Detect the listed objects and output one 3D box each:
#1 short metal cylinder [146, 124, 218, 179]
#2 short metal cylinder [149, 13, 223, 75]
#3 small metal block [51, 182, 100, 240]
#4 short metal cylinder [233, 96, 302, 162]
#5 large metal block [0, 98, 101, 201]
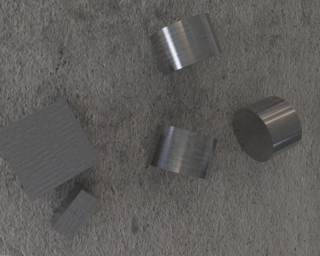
[{"bbox_3d":[0.027,0.030,0.390,0.081,0.080,0.050,16,85,-20],"label":"short metal cylinder"},{"bbox_3d":[0.033,-0.104,0.392,0.081,0.080,0.050,-24,98,-18],"label":"short metal cylinder"},{"bbox_3d":[-0.099,0.094,0.359,0.025,0.050,0.050,40,77,-16],"label":"small metal block"},{"bbox_3d":[0.148,0.001,0.434,0.050,0.080,0.080,-23,98,-19],"label":"short metal cylinder"},{"bbox_3d":[-0.126,0.021,0.349,0.080,0.050,0.080,-31,100,-17],"label":"large metal block"}]
